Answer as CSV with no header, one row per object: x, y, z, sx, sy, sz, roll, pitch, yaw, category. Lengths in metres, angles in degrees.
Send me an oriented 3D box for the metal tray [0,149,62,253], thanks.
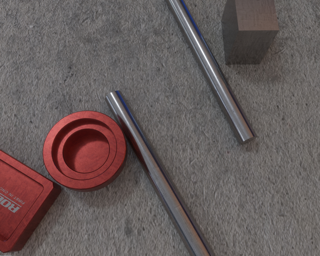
-0.201,0.077,0.374,0.130,0.030,0.090,28,72,9,metal tray

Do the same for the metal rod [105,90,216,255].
0.009,0.079,0.379,0.025,0.025,0.299,-28,73,-10,metal rod

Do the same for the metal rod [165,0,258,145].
0.059,-0.114,0.450,0.025,0.025,0.299,-21,72,-8,metal rod

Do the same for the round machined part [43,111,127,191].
-0.090,0.031,0.387,0.099,0.042,0.098,0,70,-1,round machined part

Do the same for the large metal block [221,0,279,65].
0.122,-0.145,0.433,0.050,0.080,0.080,-1,70,-1,large metal block
